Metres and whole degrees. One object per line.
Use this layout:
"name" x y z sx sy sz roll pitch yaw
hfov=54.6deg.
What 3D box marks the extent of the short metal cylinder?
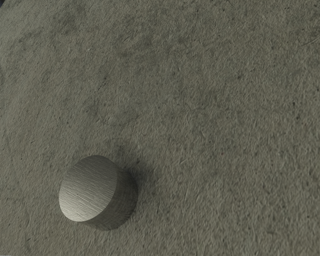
"short metal cylinder" -0.074 0.080 0.379 0.080 0.050 0.080 -13 56 21
